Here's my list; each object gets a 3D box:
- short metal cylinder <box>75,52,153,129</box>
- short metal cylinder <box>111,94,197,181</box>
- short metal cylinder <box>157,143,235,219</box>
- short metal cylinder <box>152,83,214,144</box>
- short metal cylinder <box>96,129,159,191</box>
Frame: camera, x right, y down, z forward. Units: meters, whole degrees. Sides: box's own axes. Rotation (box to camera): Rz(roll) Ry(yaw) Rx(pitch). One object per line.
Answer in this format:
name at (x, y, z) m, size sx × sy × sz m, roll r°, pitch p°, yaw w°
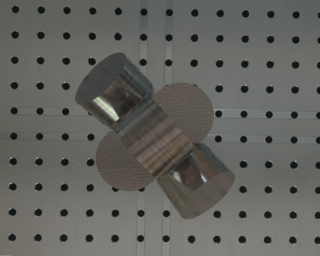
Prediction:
short metal cylinder at (-0.056, -0.045, 0.378) m, size 0.080 × 0.080 × 0.050 m, roll -46°, pitch 125°, yaw 0°
short metal cylinder at (-0.006, 0.010, 0.334) m, size 0.050 × 0.080 × 0.080 m, roll -41°, pitch 91°, yaw 0°
short metal cylinder at (0.044, 0.065, 0.379) m, size 0.080 × 0.080 × 0.050 m, roll -41°, pitch 55°, yaw 0°
short metal cylinder at (0.025, -0.016, 0.400) m, size 0.081 × 0.050 × 0.079 m, roll 0°, pitch 90°, yaw -1°
short metal cylinder at (-0.037, 0.037, 0.400) m, size 0.081 × 0.050 × 0.079 m, roll 0°, pitch 90°, yaw -1°
